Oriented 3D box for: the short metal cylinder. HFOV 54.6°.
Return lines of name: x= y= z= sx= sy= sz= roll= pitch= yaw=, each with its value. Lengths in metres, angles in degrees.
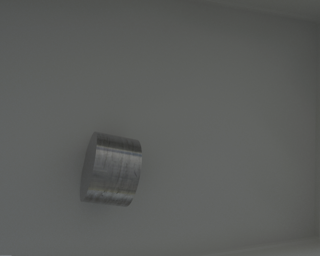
short metal cylinder: x=-0.058 y=0.048 z=0.360 sx=0.050 sy=0.080 sz=0.080 roll=12 pitch=86 yaw=-20
